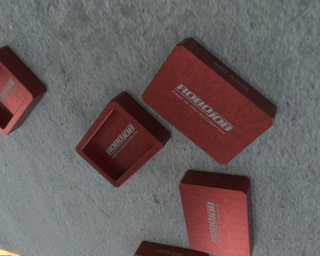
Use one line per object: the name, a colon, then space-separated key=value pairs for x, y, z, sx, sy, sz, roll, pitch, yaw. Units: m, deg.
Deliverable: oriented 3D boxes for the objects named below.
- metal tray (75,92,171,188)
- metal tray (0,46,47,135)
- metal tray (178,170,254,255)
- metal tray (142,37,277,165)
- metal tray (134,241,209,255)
metal tray: x=-0.057 y=0.021 z=0.444 sx=0.090 sy=0.030 sz=0.129 roll=43 pitch=129 yaw=-2
metal tray: x=-0.247 y=-0.055 z=0.496 sx=0.090 sy=0.030 sz=0.129 roll=48 pitch=128 yaw=-6
metal tray: x=0.082 y=0.124 z=0.437 sx=0.090 sy=0.030 sz=0.129 roll=3 pitch=120 yaw=26
metal tray: x=0.054 y=-0.028 z=0.357 sx=0.130 sy=0.030 sz=0.089 roll=39 pitch=129 yaw=1
metal tray: x=0.027 y=0.251 z=0.542 sx=0.130 sy=0.030 sz=0.089 roll=-1 pitch=118 yaw=28
